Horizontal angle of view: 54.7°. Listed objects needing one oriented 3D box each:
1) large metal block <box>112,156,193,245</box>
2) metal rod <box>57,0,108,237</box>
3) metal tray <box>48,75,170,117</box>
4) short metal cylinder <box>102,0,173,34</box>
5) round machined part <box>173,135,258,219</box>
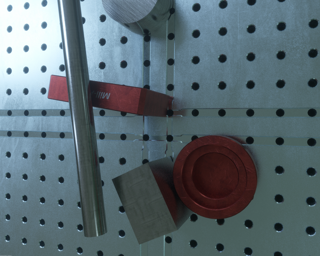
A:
[{"bbox_3d":[-0.005,0.085,0.385,0.050,0.080,0.080,-27,81,18],"label":"large metal block"},{"bbox_3d":[-0.089,-0.032,0.347,0.025,0.025,0.298,-8,87,20],"label":"metal rod"},{"bbox_3d":[-0.063,-0.040,0.400,0.130,0.090,0.030,11,94,19],"label":"metal tray"},{"bbox_3d":[-0.029,-0.171,0.410,0.080,0.050,0.079,0,90,20],"label":"short metal cylinder"},{"bbox_3d":[0.069,0.057,0.379,0.098,0.042,0.097,0,90,20],"label":"round machined part"}]
